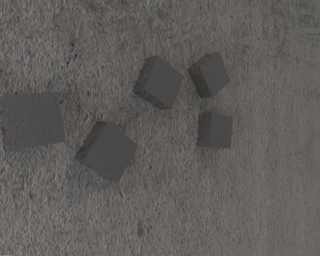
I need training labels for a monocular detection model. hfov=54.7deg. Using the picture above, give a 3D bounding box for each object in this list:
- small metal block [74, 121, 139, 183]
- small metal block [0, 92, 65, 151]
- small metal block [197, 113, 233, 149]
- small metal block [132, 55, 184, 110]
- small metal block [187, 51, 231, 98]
[{"bbox_3d":[-0.060,0.027,0.354,0.050,0.025,0.050,42,65,-32],"label":"small metal block"},{"bbox_3d":[-0.124,-0.007,0.300,0.050,0.025,0.050,-11,97,-39],"label":"small metal block"},{"bbox_3d":[0.085,0.005,0.475,0.050,0.025,0.050,7,85,-40],"label":"small metal block"},{"bbox_3d":[-0.001,-0.058,0.403,0.050,0.025,0.050,32,70,-36],"label":"small metal block"},{"bbox_3d":[0.075,-0.080,0.466,0.050,0.025,0.050,-42,115,-32],"label":"small metal block"}]
